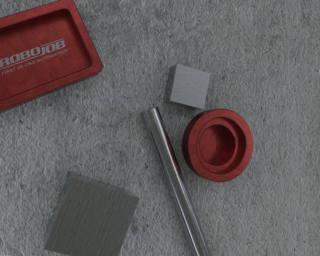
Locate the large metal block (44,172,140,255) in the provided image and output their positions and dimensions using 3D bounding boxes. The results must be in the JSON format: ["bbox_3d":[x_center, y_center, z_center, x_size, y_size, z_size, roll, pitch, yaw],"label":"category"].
[{"bbox_3d":[-0.081,0.105,0.366,0.080,0.050,0.080,23,82,-19],"label":"large metal block"}]

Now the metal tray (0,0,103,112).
[{"bbox_3d":[-0.144,-0.083,0.353,0.131,0.030,0.090,-26,99,-18],"label":"metal tray"}]

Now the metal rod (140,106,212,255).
[{"bbox_3d":[0.036,0.115,0.422,0.025,0.025,0.298,-22,98,-19],"label":"metal rod"}]

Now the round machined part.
[{"bbox_3d":[0.075,0.023,0.428,0.099,0.042,0.097,0,90,-20],"label":"round machined part"}]

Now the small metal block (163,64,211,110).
[{"bbox_3d":[0.036,-0.055,0.423,0.050,0.025,0.050,12,86,-20],"label":"small metal block"}]
